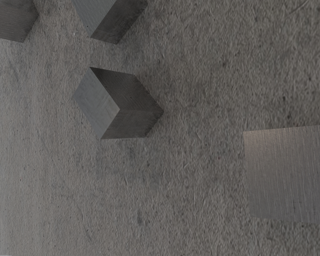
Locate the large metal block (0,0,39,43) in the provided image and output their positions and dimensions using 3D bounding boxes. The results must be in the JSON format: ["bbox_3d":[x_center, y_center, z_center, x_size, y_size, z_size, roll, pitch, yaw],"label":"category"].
[{"bbox_3d":[-0.305,-0.225,0.621,0.080,0.081,0.050,-41,65,32],"label":"large metal block"}]

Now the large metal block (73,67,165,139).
[{"bbox_3d":[-0.055,-0.032,0.415,0.080,0.081,0.050,52,121,27],"label":"large metal block"}]

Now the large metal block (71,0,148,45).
[{"bbox_3d":[-0.076,-0.183,0.451,0.080,0.050,0.080,-42,65,32],"label":"large metal block"}]

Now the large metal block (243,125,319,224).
[{"bbox_3d":[0.128,0.039,0.283,0.080,0.050,0.080,-7,86,40],"label":"large metal block"}]
